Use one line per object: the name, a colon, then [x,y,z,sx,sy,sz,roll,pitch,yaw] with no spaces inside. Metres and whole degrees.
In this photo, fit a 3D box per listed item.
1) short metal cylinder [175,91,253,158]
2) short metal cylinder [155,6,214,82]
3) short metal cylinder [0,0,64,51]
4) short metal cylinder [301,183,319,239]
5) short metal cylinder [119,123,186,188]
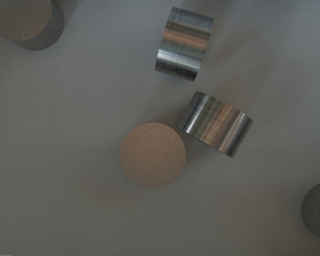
short metal cylinder: [0.067,-0.004,0.384,0.080,0.080,0.050,29,90,0]
short metal cylinder: [0.029,-0.103,0.384,0.050,0.080,0.080,17,90,0]
short metal cylinder: [-0.171,-0.145,0.397,0.081,0.050,0.080,0,90,0]
short metal cylinder: [0.234,0.114,0.401,0.081,0.050,0.080,0,90,0]
short metal cylinder: [-0.009,0.033,0.399,0.081,0.050,0.080,0,90,0]
